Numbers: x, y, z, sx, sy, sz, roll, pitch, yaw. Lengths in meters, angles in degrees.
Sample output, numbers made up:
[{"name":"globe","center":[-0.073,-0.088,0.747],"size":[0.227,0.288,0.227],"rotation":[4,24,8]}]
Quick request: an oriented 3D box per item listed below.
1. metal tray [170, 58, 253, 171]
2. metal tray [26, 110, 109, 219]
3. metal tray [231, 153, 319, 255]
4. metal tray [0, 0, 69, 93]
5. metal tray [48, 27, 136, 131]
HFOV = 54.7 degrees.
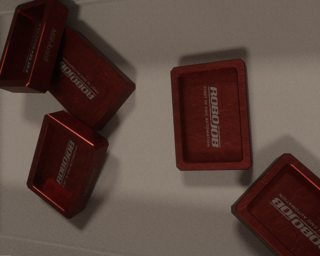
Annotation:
[{"name":"metal tray","center":[0.064,-0.014,0.384],"size":[0.090,0.030,0.129],"rotation":[-4,89,19]},{"name":"metal tray","center":[-0.133,0.052,0.436],"size":[0.090,0.030,0.129],"rotation":[32,115,16]},{"name":"metal tray","center":[0.155,0.103,0.334],"size":[0.090,0.030,0.130],"rotation":[-43,76,-11]},{"name":"metal tray","center":[-0.185,-0.116,0.445],"size":[0.090,0.030,0.129],"rotation":[5,80,35]},{"name":"metal tray","center":[-0.110,-0.069,0.445],"size":[0.130,0.030,0.090],"rotation":[44,103,14]}]
